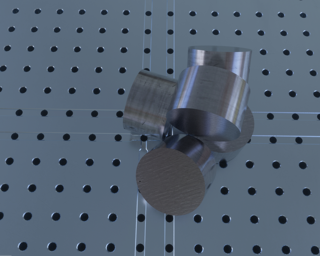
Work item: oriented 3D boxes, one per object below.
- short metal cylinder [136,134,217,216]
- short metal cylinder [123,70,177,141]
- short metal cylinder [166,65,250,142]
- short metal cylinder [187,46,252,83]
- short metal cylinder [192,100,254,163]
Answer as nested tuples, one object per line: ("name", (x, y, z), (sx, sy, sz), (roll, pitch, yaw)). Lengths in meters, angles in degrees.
("short metal cylinder", (0.020, 0.052, 0.357), (0.080, 0.050, 0.079), (7, 108, 22))
("short metal cylinder", (-0.008, -0.029, 0.393), (0.050, 0.080, 0.080), (18, 71, 6))
("short metal cylinder", (0.053, -0.024, 0.338), (0.080, 0.080, 0.050), (16, 71, 6))
("short metal cylinder", (0.076, -0.078, 0.404), (0.080, 0.080, 0.050), (2, 110, 1))
("short metal cylinder", (0.074, 0.001, 0.398), (0.081, 0.050, 0.080), (0, 69, 0))
